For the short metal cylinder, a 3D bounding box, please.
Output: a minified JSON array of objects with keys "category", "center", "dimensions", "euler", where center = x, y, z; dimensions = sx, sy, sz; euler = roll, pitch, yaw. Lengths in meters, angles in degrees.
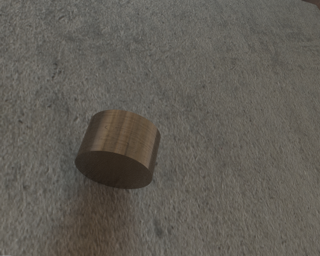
[{"category":"short metal cylinder","center":[-0.043,0.025,0.331],"dimensions":[0.080,0.080,0.050],"euler":[23,53,-15]}]
